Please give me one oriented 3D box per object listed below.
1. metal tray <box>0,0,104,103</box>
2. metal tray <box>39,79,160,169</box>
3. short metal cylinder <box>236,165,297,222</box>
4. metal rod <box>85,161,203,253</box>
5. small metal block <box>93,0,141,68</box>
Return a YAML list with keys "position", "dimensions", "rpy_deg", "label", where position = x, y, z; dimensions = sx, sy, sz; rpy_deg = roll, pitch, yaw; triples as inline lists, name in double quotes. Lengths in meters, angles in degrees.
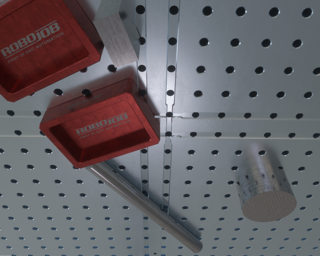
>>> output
- position: [-0.138, -0.090, 0.330]
  dimensions: [0.130, 0.030, 0.090]
  rpy_deg: [-21, 127, 17]
  label: "metal tray"
- position: [-0.076, -0.001, 0.406]
  dimensions: [0.130, 0.030, 0.090]
  rpy_deg: [-19, 128, 15]
  label: "metal tray"
- position: [0.164, 0.103, 0.485]
  dimensions: [0.081, 0.050, 0.079]
  rpy_deg: [0, 130, 0]
  label: "short metal cylinder"
- position: [-0.013, 0.142, 0.532]
  dimensions: [0.025, 0.025, 0.300]
  rpy_deg: [-29, 125, 22]
  label: "metal rod"
- position: [-0.041, -0.098, 0.312]
  dimensions: [0.025, 0.050, 0.050]
  rpy_deg: [-14, 129, 12]
  label: "small metal block"
